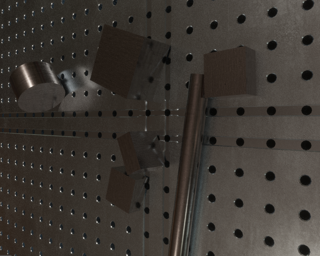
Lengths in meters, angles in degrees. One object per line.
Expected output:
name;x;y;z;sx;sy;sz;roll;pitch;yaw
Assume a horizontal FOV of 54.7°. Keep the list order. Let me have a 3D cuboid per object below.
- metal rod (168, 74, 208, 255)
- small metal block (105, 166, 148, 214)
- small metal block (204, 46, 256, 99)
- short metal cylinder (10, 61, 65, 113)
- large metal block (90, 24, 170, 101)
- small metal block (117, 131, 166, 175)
metal rod;0.031;0.084;0.381;0.025;0.025;0.298;11;97;39
small metal block;-0.049;0.088;0.447;0.050;0.025;0.050;20;102;38
small metal block;0.077;-0.059;0.344;0.050;0.025;0.050;-2;89;39
short metal cylinder;-0.216;-0.071;0.549;0.080;0.081;0.050;-45;64;30
large metal block;-0.043;-0.089;0.426;0.080;0.050;0.079;29;108;36
small metal block;-0.024;0.032;0.411;0.025;0.050;0.050;-28;73;36
